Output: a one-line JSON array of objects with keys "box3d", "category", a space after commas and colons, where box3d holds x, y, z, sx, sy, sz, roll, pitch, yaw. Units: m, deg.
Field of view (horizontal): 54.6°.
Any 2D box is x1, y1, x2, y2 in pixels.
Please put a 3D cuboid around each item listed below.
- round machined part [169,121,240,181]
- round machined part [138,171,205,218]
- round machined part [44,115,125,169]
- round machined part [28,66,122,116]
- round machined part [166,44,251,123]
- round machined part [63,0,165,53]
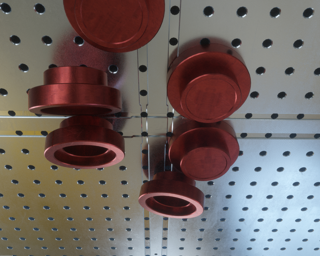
[{"box3d": [0.062, 0.037, 0.432, 0.099, 0.042, 0.097, 0, 130, 0], "category": "round machined part"}, {"box3d": [0.019, 0.100, 0.474, 0.098, 0.042, 0.098, 7, 145, 5], "category": "round machined part"}, {"box3d": [-0.095, 0.017, 0.399, 0.099, 0.042, 0.098, -4, 154, -2], "category": "round machined part"}, {"box3d": [-0.093, -0.040, 0.343, 0.099, 0.098, 0.042, -2, 86, 0], "category": "round machined part"}, {"box3d": [0.057, -0.044, 0.363, 0.099, 0.042, 0.097, 0, 130, 0], "category": "round machined part"}, {"box3d": [-0.044, -0.117, 0.301, 0.099, 0.042, 0.097, 0, 130, 0], "category": "round machined part"}]
